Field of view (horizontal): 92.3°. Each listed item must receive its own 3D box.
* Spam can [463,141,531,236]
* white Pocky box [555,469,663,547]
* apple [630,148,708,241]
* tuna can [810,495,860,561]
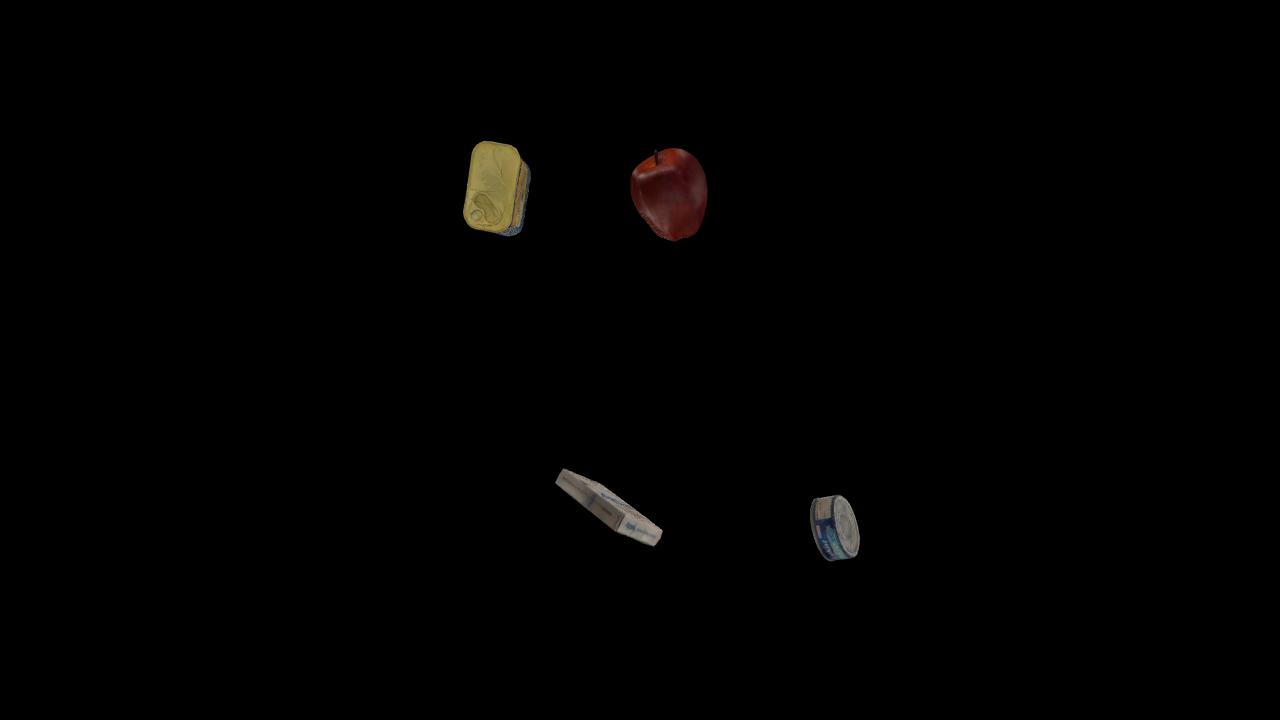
[{"bbox_3d":[-0.170,-0.204,0.748,0.058,0.101,0.085,11,7,-1],"label":"Spam can"},{"bbox_3d":[-0.046,0.202,0.850,0.084,0.028,0.154,34,-7,-41],"label":"white Pocky box"},{"bbox_3d":[0.032,-0.170,0.629,0.079,0.093,0.079,-18,35,13],"label":"apple"},{"bbox_3d":[0.262,0.224,0.822,0.034,0.084,0.084,-20,-12,34],"label":"tuna can"}]
